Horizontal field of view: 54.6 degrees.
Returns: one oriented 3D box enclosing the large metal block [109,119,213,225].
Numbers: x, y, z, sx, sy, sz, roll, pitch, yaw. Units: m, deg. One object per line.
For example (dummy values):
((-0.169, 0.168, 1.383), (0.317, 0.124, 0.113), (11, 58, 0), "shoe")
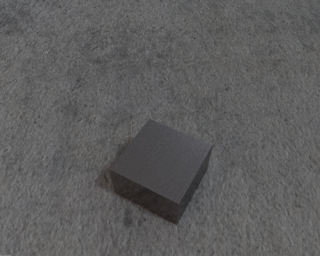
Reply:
((0.003, 0.047, 0.348), (0.080, 0.050, 0.080), (23, 54, 18), "large metal block")
